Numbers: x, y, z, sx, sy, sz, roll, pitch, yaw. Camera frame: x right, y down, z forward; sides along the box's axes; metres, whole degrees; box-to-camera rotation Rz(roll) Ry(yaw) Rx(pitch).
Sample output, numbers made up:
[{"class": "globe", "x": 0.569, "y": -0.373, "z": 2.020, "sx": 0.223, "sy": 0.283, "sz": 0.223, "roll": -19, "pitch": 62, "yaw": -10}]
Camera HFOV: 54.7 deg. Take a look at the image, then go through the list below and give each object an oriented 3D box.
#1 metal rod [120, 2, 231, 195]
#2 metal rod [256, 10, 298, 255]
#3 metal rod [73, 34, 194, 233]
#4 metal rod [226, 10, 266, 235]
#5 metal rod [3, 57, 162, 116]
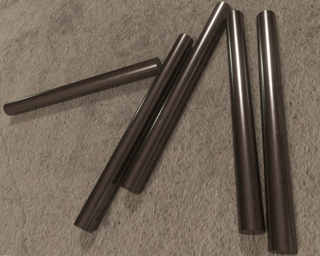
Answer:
[{"class": "metal rod", "x": 0.029, "y": -0.052, "z": 0.419, "sx": 0.025, "sy": 0.025, "sz": 0.300, "roll": 16, "pitch": 70, "yaw": 34}, {"class": "metal rod", "x": 0.127, "y": -0.019, "z": 0.348, "sx": 0.025, "sy": 0.025, "sz": 0.299, "roll": -7, "pitch": 59, "yaw": 24}, {"class": "metal rod", "x": -0.027, "y": -0.005, "z": 0.419, "sx": 0.025, "sy": 0.025, "sz": 0.300, "roll": 16, "pitch": 70, "yaw": 34}, {"class": "metal rod", "x": 0.097, "y": -0.030, "z": 0.370, "sx": 0.025, "sy": 0.025, "sz": 0.299, "roll": -10, "pitch": 57, "yaw": 23}, {"class": "metal rod", "x": -0.138, "y": -0.064, "z": 0.513, "sx": 0.301, "sy": 0.025, "sz": 0.025, "roll": -12, "pitch": 57, "yaw": 21}]
